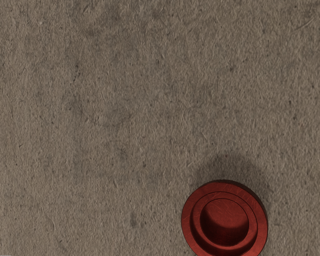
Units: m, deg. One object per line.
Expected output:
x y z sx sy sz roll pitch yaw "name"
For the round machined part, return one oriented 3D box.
0.078 0.110 0.372 0.098 0.042 0.097 0 90 19 "round machined part"
